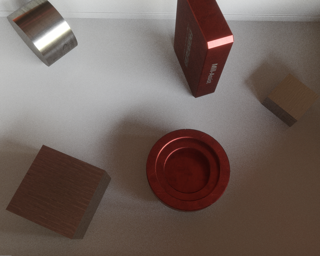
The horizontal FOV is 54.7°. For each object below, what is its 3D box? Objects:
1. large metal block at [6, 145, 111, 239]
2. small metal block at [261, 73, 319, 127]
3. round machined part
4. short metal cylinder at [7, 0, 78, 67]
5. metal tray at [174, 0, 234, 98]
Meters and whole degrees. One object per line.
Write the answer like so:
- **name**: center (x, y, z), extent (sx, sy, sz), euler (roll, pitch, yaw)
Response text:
- **large metal block**: center (-0.115, 0.077, 0.367), extent (0.080, 0.050, 0.080), euler (21, 71, 7)
- **small metal block**: center (0.179, -0.038, 0.426), extent (0.050, 0.025, 0.050), euler (43, 75, 13)
- **round machined part**: center (0.033, 0.053, 0.382), extent (0.099, 0.042, 0.098), euler (0, 70, -1)
- **short metal cylinder**: center (-0.160, -0.132, 0.427), extent (0.050, 0.080, 0.080), euler (-43, 76, -14)
- **metal tray**: center (0.049, -0.106, 0.393), extent (0.030, 0.130, 0.090), euler (-18, 71, -6)
